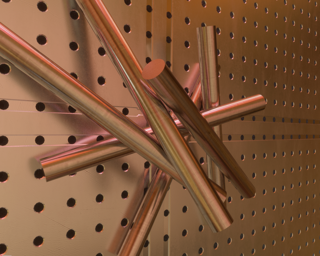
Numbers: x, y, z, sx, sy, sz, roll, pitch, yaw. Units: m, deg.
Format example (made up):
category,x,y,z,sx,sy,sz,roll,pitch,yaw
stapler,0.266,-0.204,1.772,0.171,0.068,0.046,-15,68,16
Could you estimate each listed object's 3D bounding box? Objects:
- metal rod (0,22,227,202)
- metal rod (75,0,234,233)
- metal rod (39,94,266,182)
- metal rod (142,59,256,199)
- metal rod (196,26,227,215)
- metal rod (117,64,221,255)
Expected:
category,x,y,z,sx,sy,sz,roll,pitch,yaw
metal rod,-0.044,-0.003,0.322,0.301,0.025,0.025,37,66,-17
metal rod,-0.012,-0.028,0.326,0.025,0.025,0.299,-28,85,-36
metal rod,0.012,0.003,0.377,0.302,0.025,0.025,-17,101,-26
metal rod,0.068,0.023,0.394,0.300,0.025,0.025,47,62,-44
metal rod,0.077,0.010,0.447,0.025,0.025,0.298,-19,110,-38
metal rod,0.020,0.032,0.424,0.025,0.025,0.300,39,66,-33
